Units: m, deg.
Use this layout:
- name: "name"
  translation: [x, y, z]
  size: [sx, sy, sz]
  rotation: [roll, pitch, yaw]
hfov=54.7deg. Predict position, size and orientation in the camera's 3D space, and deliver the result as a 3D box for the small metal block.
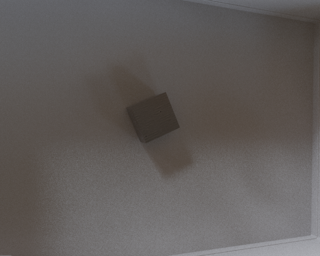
- name: "small metal block"
  translation: [-0.009, -0.014, 0.404]
  size: [0.050, 0.025, 0.050]
  rotation: [-25, 99, -19]
